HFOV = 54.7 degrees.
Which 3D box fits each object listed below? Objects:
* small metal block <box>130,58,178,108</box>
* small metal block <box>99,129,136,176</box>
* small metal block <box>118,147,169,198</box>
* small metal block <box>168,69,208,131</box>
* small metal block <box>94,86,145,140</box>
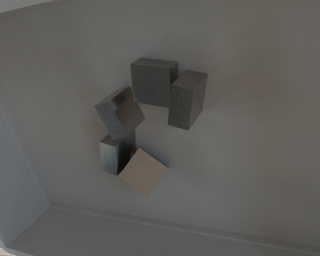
[{"bbox_3d":[-0.006,-0.055,0.376,0.050,0.025,0.050,11,123,21],"label":"small metal block"},{"bbox_3d":[-0.059,0.031,0.440,0.025,0.050,0.050,16,125,23],"label":"small metal block"},{"bbox_3d":[-0.022,0.062,0.441,0.050,0.025,0.050,36,89,3],"label":"small metal block"},{"bbox_3d":[0.032,-0.033,0.354,0.025,0.050,0.050,16,125,18],"label":"small metal block"},{"bbox_3d":[-0.051,-0.020,0.405,0.025,0.050,0.050,-13,112,33],"label":"small metal block"}]
